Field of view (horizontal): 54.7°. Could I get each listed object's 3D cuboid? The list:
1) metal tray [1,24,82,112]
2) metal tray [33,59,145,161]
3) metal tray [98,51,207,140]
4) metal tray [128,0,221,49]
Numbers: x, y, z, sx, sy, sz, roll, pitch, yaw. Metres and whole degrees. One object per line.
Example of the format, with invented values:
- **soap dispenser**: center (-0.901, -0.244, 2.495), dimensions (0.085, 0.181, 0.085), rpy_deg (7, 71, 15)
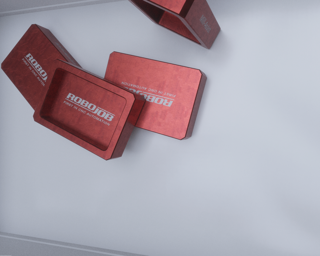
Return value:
- **metal tray**: center (-0.170, -0.079, 0.466), dimensions (0.090, 0.030, 0.130), rpy_deg (-45, 77, 14)
- **metal tray**: center (-0.096, -0.025, 0.407), dimensions (0.130, 0.030, 0.089), rpy_deg (26, 98, 17)
- **metal tray**: center (-0.013, -0.044, 0.412), dimensions (0.130, 0.030, 0.089), rpy_deg (16, 95, 18)
- **metal tray**: center (0.013, -0.135, 0.350), dimensions (0.090, 0.130, 0.030), rpy_deg (31, 100, 17)
